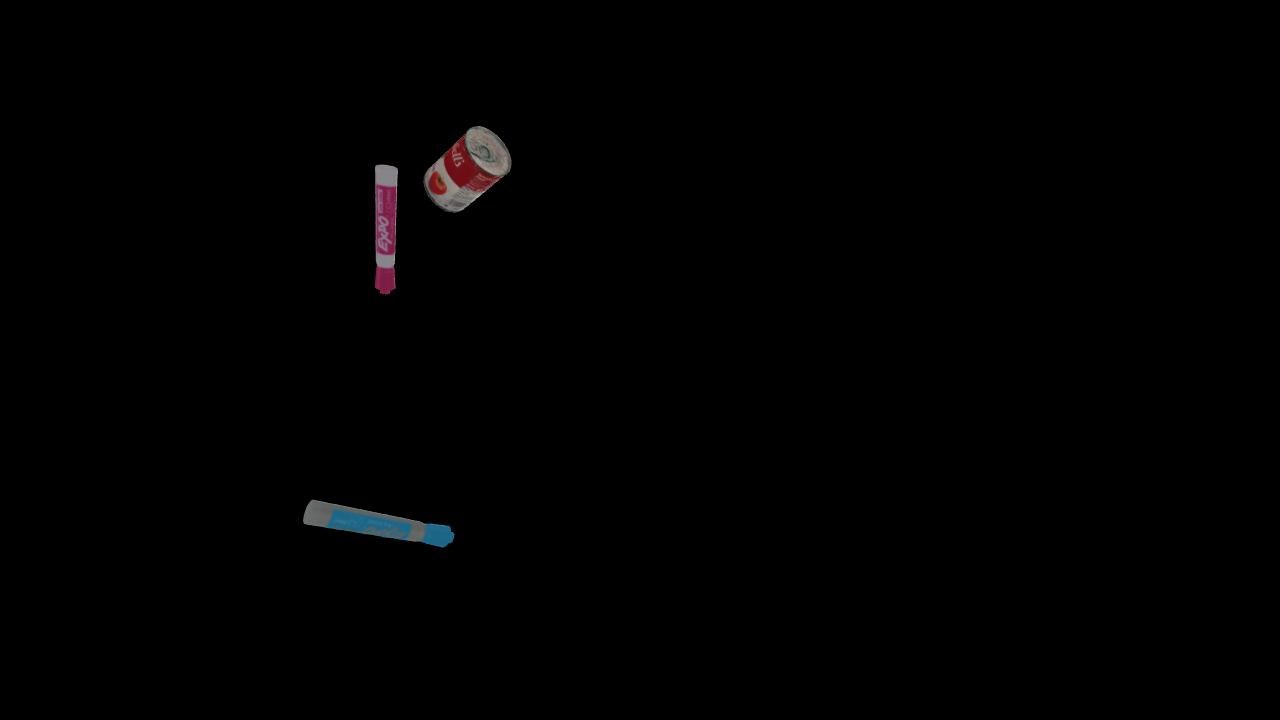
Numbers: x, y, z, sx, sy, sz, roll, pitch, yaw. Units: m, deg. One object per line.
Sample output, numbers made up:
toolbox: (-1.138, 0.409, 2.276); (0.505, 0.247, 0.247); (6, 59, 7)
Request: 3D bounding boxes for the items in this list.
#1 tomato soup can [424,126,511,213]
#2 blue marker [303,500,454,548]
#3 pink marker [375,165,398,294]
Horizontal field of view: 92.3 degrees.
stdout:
tomato soup can: (-0.221, -0.240, 0.783); (0.101, 0.068, 0.068); (-24, -15, 38)
blue marker: (-0.210, 0.136, 0.506); (0.121, 0.020, 0.020); (24, -15, -36)
pink marker: (-0.237, -0.119, 0.573); (0.020, 0.121, 0.020); (10, 25, -5)
